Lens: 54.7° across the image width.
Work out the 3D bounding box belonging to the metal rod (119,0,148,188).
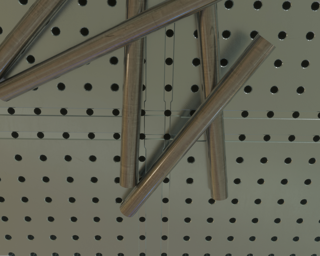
[{"bbox_3d":[-0.034,-0.060,0.390,0.025,0.025,0.298,4,110,-2],"label":"metal rod"}]

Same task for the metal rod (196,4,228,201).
[{"bbox_3d":[0.068,-0.040,0.399,0.025,0.025,0.298,-7,110,2],"label":"metal rod"}]

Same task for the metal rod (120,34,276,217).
[{"bbox_3d":[0.034,0.013,0.398,0.025,0.025,0.298,32,114,-12],"label":"metal rod"}]

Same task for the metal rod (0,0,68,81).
[{"bbox_3d":[-0.129,-0.143,0.358,0.299,0.025,0.025,-43,105,14],"label":"metal rod"}]

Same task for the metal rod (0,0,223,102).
[{"bbox_3d":[-0.065,-0.096,0.354,0.301,0.025,0.025,-21,109,15],"label":"metal rod"}]
